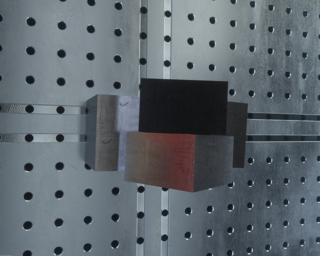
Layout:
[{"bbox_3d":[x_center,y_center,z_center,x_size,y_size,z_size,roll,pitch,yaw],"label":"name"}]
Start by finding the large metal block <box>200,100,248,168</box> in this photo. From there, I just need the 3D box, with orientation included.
[{"bbox_3d":[0.069,0.008,0.410,0.050,0.080,0.080,4,89,-20],"label":"large metal block"}]

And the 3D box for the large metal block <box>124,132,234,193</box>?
[{"bbox_3d":[0.021,0.031,0.321,0.080,0.080,0.050,4,88,-53],"label":"large metal block"}]

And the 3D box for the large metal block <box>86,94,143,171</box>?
[{"bbox_3d":[-0.056,0.005,0.364,0.050,0.080,0.079,2,90,-20],"label":"large metal block"}]

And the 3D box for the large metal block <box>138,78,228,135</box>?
[{"bbox_3d":[0.023,-0.019,0.325,0.080,0.080,0.050,2,89,2],"label":"large metal block"}]

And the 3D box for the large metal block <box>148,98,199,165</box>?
[{"bbox_3d":[0.003,0.005,0.399,0.081,0.050,0.079,3,89,-20],"label":"large metal block"}]
